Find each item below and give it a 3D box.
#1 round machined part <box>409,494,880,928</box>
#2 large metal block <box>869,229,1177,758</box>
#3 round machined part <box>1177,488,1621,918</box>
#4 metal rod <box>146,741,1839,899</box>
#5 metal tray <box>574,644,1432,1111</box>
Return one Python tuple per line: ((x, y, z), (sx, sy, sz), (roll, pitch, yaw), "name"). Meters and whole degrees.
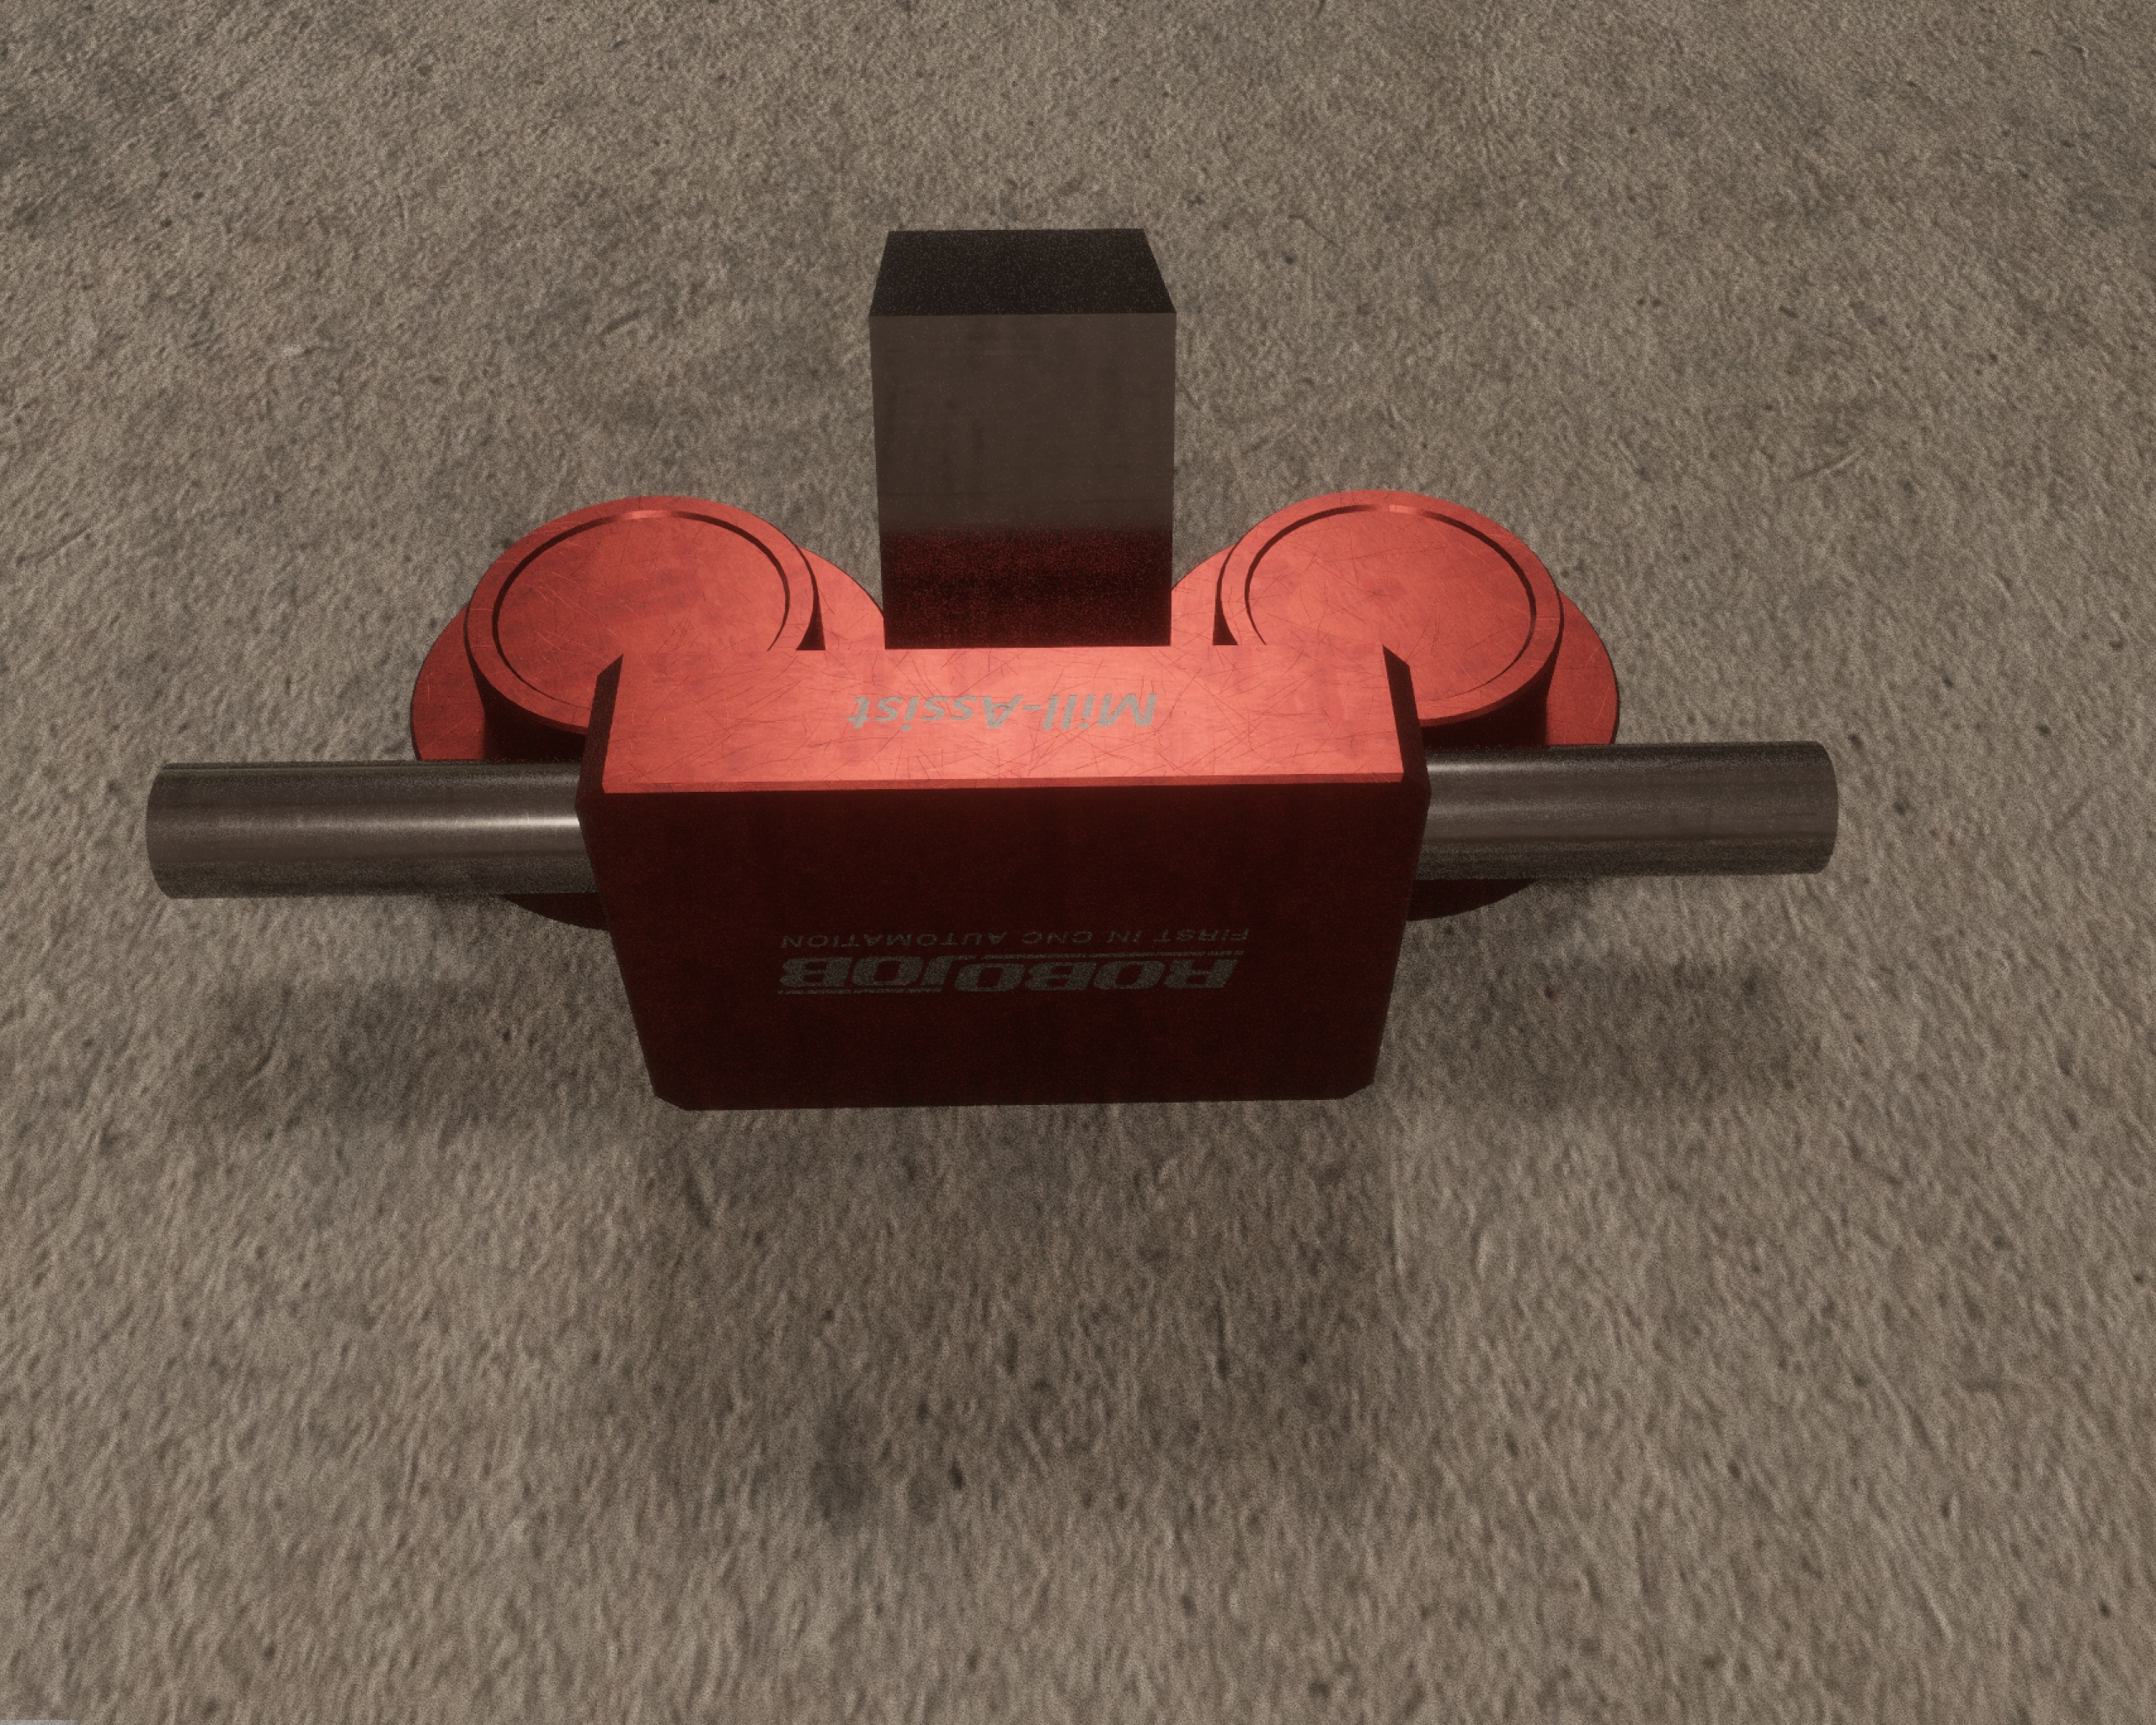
((-0.085, -0.037, 0.421), (0.099, 0.042, 0.098), (0, 50, 0), "round machined part")
((-0.010, -0.072, 0.394), (0.050, 0.079, 0.080), (-1, 27, -2), "large metal block")
((0.061, -0.039, 0.426), (0.099, 0.042, 0.098), (0, 50, 0), "round machined part")
((-0.014, -0.008, 0.385), (0.302, 0.025, 0.025), (-1, 50, -1), "metal rod")
((-0.012, 0.005, 0.358), (0.131, 0.089, 0.030), (-1, 50, -1), "metal tray")
